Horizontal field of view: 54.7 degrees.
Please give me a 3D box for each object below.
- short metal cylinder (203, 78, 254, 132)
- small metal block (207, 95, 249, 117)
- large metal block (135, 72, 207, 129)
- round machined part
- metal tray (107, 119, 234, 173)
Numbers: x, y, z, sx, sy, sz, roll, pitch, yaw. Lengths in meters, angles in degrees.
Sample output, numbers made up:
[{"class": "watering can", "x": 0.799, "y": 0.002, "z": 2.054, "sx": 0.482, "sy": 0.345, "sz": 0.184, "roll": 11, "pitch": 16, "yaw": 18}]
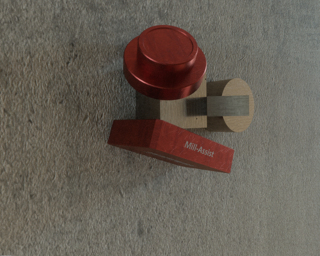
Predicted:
[{"class": "short metal cylinder", "x": 0.099, "y": -0.033, "z": 0.474, "sx": 0.081, "sy": 0.050, "sz": 0.080, "roll": 0, "pitch": 90, "yaw": -40}, {"class": "small metal block", "x": 0.087, "y": -0.029, "z": 0.403, "sx": 0.050, "sy": 0.050, "sz": 0.025, "roll": -30, "pitch": 119, "yaw": -80}, {"class": "large metal block", "x": 0.015, "y": -0.039, "z": 0.403, "sx": 0.081, "sy": 0.050, "sz": 0.079, "roll": -2, "pitch": 92, "yaw": -40}, {"class": "round machined part", "x": 0.007, "y": -0.083, "z": 0.363, "sx": 0.098, "sy": 0.098, "sz": 0.042, "roll": -44, "pitch": 161, "yaw": -31}, {"class": "metal tray", "x": 0.015, "y": 0.023, "z": 0.376, "sx": 0.131, "sy": 0.090, "sz": 0.030, "roll": 21, "pitch": 77, "yaw": -38}]
